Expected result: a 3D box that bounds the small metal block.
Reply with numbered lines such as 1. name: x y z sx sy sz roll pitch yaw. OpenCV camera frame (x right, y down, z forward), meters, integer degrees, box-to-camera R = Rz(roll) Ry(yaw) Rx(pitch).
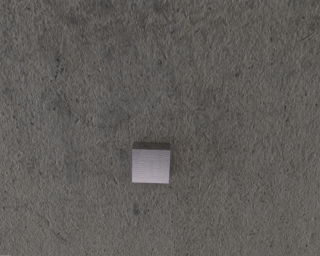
1. small metal block: -0.012 0.047 0.427 0.050 0.025 0.050 2 110 -1
